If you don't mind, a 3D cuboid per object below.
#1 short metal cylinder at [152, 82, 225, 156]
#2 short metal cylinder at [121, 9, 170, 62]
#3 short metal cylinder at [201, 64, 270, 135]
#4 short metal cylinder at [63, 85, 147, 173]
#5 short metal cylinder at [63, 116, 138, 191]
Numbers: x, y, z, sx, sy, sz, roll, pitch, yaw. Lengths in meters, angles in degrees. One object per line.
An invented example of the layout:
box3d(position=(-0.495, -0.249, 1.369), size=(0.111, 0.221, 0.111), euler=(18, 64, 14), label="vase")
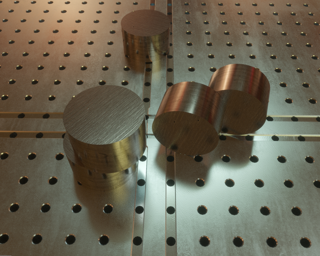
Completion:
box3d(position=(0.036, -0.010, 0.381), size=(0.080, 0.080, 0.050), euler=(12, 51, 10), label="short metal cylinder")
box3d(position=(-0.023, -0.156, 0.522), size=(0.081, 0.050, 0.080), euler=(0, 50, 0), label="short metal cylinder")
box3d(position=(0.099, -0.036, 0.403), size=(0.080, 0.080, 0.050), euler=(14, 51, 11), label="short metal cylinder")
box3d(position=(-0.055, 0.000, 0.326), size=(0.081, 0.050, 0.080), euler=(0, 50, 0), label="short metal cylinder")
box3d(position=(-0.068, 0.027, 0.368), size=(0.081, 0.050, 0.080), euler=(0, 50, 0), label="short metal cylinder")
